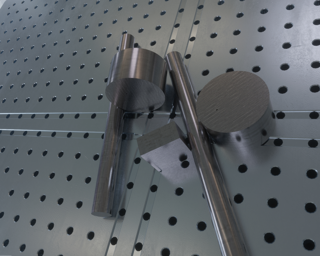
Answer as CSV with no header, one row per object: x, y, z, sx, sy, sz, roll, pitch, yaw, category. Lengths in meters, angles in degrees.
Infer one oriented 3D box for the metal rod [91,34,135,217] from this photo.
-0.064,-0.023,0.455,0.025,0.025,0.299,-10,57,23,metal rod

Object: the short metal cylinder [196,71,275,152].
0.088,-0.019,0.358,0.080,0.050,0.080,-13,56,21,short metal cylinder

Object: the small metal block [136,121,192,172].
0.007,0.023,0.374,0.050,0.050,0.025,-25,53,12,small metal block

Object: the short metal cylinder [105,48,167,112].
-0.031,-0.064,0.429,0.080,0.080,0.050,-9,58,23,short metal cylinder

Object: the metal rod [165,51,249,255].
0.047,0.014,0.374,0.025,0.025,0.299,-23,53,14,metal rod
